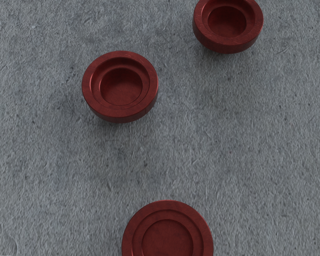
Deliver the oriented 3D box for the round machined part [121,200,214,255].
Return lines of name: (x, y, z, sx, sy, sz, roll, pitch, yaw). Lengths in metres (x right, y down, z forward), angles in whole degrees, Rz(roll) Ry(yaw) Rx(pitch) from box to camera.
round machined part: (0.008, 0.133, 0.350, 0.099, 0.042, 0.098, 0, 70, 0)

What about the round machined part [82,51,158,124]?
round machined part: (-0.051, -0.051, 0.417, 0.099, 0.042, 0.098, 0, 70, 0)

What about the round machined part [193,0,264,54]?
round machined part: (0.097, -0.150, 0.454, 0.099, 0.042, 0.098, 0, 70, 0)
